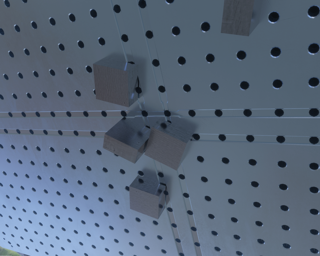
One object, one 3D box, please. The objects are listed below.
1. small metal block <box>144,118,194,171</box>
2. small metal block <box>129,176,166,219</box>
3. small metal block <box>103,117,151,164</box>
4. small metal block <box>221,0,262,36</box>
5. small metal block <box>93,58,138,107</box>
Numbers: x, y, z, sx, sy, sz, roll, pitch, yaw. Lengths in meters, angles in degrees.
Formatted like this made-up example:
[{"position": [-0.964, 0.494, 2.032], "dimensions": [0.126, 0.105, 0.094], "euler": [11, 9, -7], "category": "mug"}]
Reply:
[{"position": [0.011, 0.022, 0.420], "dimensions": [0.050, 0.025, 0.050], "euler": [25, 128, 12], "category": "small metal block"}, {"position": [-0.020, 0.110, 0.491], "dimensions": [0.050, 0.025, 0.050], "euler": [15, 125, 20], "category": "small metal block"}, {"position": [-0.042, 0.016, 0.428], "dimensions": [0.050, 0.050, 0.025], "euler": [25, 127, 13], "category": "small metal block"}, {"position": [0.077, -0.116, 0.283], "dimensions": [0.025, 0.050, 0.050], "euler": [14, 124, 20], "category": "small metal block"}, {"position": [-0.057, -0.060, 0.405], "dimensions": [0.050, 0.025, 0.050], "euler": [15, 125, 19], "category": "small metal block"}]
